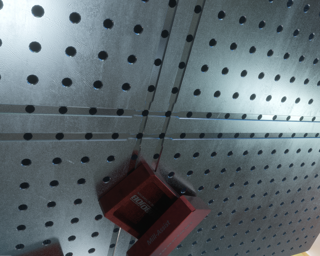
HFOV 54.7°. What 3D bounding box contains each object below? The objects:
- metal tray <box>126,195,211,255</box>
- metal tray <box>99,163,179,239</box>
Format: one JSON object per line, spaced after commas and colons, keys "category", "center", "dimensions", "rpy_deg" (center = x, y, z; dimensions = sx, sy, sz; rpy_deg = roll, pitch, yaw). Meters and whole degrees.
{"category": "metal tray", "center": [0.017, 0.167, 0.500], "dimensions": [0.130, 0.030, 0.090], "rpy_deg": [-48, 152, 7]}
{"category": "metal tray", "center": [-0.018, 0.122, 0.475], "dimensions": [0.090, 0.030, 0.130], "rpy_deg": [-40, 130, -1]}
